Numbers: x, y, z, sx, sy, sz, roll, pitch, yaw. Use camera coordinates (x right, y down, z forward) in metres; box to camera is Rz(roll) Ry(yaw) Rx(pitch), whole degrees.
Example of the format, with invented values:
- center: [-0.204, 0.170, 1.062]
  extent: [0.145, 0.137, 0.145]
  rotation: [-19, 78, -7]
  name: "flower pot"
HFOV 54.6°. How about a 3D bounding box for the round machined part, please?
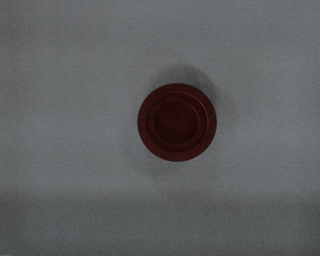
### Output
- center: [0.021, -0.007, 0.403]
  extent: [0.099, 0.042, 0.097]
  rotation: [0, 90, 0]
  name: "round machined part"
